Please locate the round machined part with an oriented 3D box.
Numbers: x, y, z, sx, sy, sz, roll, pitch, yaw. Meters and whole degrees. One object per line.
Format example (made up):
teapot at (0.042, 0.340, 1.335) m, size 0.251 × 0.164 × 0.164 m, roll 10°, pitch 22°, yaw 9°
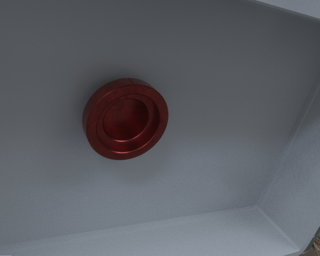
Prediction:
round machined part at (-0.043, -0.014, 0.367) m, size 0.099 × 0.042 × 0.097 m, roll -14°, pitch 125°, yaw -21°
